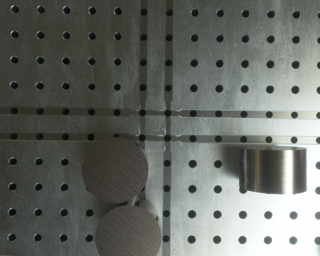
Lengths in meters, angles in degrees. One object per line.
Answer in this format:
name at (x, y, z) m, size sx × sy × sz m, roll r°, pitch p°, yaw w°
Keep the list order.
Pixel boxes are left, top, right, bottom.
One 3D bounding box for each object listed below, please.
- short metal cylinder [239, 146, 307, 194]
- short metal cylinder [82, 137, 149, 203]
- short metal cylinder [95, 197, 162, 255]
short metal cylinder at (0.140, 0.050, 0.388) m, size 0.081 × 0.080 × 0.050 m, roll 0°, pitch 90°, yaw -1°
short metal cylinder at (-0.054, 0.051, 0.400) m, size 0.081 × 0.050 × 0.079 m, roll 0°, pitch 90°, yaw -1°
short metal cylinder at (-0.038, 0.133, 0.401) m, size 0.081 × 0.050 × 0.079 m, roll 0°, pitch 90°, yaw -1°
